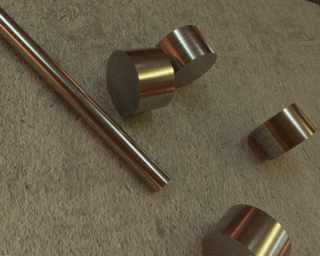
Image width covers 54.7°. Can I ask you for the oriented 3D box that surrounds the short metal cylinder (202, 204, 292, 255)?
[{"bbox_3d":[0.093,0.132,0.338,0.050,0.080,0.080,-34,81,-38],"label":"short metal cylinder"}]

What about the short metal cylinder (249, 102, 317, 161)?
[{"bbox_3d":[0.182,0.006,0.463,0.081,0.080,0.050,-26,76,-37],"label":"short metal cylinder"}]

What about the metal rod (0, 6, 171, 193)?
[{"bbox_3d":[-0.102,-0.039,0.372,0.300,0.025,0.025,45,51,3],"label":"metal rod"}]

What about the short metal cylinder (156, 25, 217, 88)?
[{"bbox_3d":[0.035,-0.102,0.449,0.081,0.080,0.050,-21,73,-36],"label":"short metal cylinder"}]

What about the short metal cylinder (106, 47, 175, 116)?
[{"bbox_3d":[-0.026,-0.060,0.391,0.050,0.080,0.080,-16,70,-34],"label":"short metal cylinder"}]
